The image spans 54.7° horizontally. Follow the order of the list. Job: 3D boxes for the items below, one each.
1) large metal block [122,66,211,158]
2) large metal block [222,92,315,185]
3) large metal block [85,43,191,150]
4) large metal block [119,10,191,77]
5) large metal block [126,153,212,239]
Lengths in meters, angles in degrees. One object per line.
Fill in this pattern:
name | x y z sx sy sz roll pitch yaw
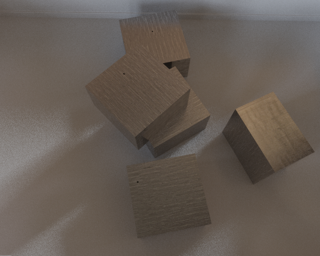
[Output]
large metal block | 0.006 -0.020 0.403 0.080 0.050 0.080 -30 73 -10
large metal block | 0.125 0.016 0.375 0.050 0.080 0.080 -25 72 -9
large metal block | -0.024 -0.035 0.356 0.080 0.050 0.080 -42 75 -14
large metal block | -0.008 -0.111 0.437 0.081 0.050 0.080 -12 71 -5
large metal block | 0.009 0.081 0.366 0.081 0.050 0.080 -10 70 -4
